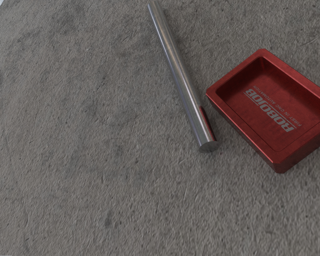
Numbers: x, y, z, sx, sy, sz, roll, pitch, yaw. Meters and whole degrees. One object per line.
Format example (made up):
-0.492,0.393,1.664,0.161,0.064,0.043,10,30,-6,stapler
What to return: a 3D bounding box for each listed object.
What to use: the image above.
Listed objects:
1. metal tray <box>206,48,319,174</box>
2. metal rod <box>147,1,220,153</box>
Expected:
0.125,-0.024,0.350,0.090,0.030,0.130,-38,51,2,metal tray
0.023,-0.093,0.448,0.025,0.025,0.299,-26,53,12,metal rod
